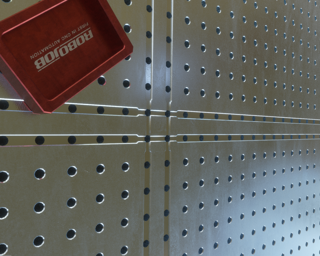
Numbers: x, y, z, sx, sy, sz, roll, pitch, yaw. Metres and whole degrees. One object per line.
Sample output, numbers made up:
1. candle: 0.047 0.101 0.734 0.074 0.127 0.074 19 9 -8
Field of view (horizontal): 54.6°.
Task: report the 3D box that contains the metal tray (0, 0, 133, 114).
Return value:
1. metal tray: -0.099 -0.086 0.322 0.131 0.030 0.090 -45 117 -30
